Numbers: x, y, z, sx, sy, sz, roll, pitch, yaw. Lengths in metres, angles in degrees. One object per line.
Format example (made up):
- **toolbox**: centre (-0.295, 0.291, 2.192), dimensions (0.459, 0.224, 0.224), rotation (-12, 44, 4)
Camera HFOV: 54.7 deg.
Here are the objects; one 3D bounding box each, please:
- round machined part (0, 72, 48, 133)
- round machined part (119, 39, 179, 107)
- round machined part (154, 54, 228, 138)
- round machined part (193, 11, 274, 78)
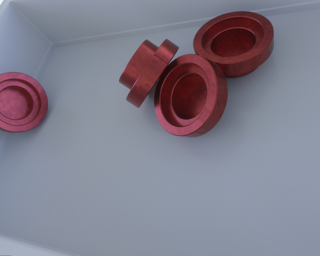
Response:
- **round machined part**: centre (-0.242, -0.040, 0.514), dimensions (0.042, 0.098, 0.098), rotation (-6, 56, 52)
- **round machined part**: centre (-0.019, -0.078, 0.415), dimensions (0.042, 0.098, 0.098), rotation (34, 77, -5)
- **round machined part**: centre (0.042, -0.037, 0.378), dimensions (0.098, 0.042, 0.097), rotation (-8, 79, 44)
- **round machined part**: centre (0.095, -0.103, 0.401), dimensions (0.098, 0.042, 0.098), rotation (-10, 52, 13)
